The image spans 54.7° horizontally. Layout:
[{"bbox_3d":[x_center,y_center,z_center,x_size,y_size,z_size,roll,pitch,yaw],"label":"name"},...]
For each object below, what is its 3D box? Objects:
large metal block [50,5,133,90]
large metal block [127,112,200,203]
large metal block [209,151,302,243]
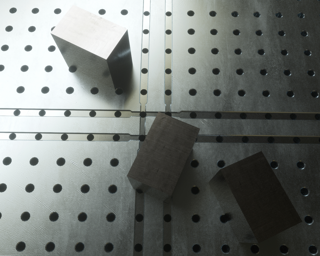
[{"bbox_3d":[-0.088,-0.107,0.420,0.080,0.080,0.050,27,72,9],"label":"large metal block"},{"bbox_3d":[0.005,0.039,0.368,0.050,0.080,0.080,23,72,8],"label":"large metal block"},{"bbox_3d":[0.102,0.082,0.354,0.050,0.080,0.080,-23,72,-8],"label":"large metal block"}]
